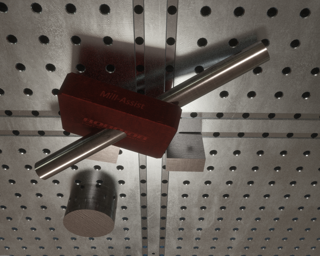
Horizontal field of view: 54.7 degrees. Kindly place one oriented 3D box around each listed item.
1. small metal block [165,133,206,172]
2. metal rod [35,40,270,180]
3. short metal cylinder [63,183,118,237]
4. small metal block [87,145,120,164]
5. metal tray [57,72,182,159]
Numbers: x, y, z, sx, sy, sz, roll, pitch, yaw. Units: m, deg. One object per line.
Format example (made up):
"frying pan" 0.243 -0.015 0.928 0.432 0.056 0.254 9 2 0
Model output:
"small metal block" 0.033 0.032 0.424 0.050 0.050 0.025 2 130 -2
"metal rod" -0.016 -0.016 0.364 0.301 0.025 0.025 -28 126 9
"short metal cylinder" -0.113 0.136 0.510 0.081 0.050 0.079 0 130 0
"small metal block" -0.080 0.020 0.428 0.050 0.025 0.050 11 130 -10
"metal tray" -0.049 -0.010 0.366 0.131 0.030 0.090 17 151 -4
